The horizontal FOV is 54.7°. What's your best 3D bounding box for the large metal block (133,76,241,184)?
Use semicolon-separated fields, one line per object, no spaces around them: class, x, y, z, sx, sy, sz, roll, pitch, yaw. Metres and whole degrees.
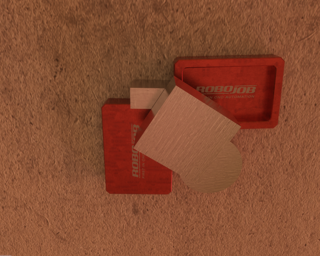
large metal block;0.028;0.001;0.344;0.080;0.050;0.080;31;107;-11

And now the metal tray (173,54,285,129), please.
metal tray;0.083;-0.045;0.392;0.131;0.030;0.089;-2;110;0

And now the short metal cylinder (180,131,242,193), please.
short metal cylinder;0.063;0.039;0.412;0.080;0.050;0.079;0;110;0

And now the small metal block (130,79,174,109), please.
small metal block;-0.009;-0.043;0.382;0.050;0.050;0.025;1;110;-1

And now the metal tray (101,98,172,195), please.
metal tray;-0.028;0.026;0.419;0.091;0.030;0.129;1;110;0
